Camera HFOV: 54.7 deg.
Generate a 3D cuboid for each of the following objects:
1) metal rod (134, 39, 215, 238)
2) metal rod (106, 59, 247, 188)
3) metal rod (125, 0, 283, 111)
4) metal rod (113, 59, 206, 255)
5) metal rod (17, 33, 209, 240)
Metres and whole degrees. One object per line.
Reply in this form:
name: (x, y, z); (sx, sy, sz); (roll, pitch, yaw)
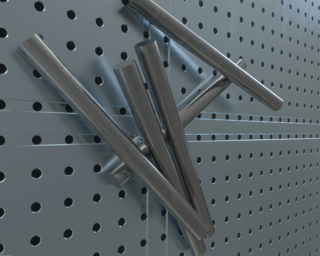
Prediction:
metal rod: (0.027, 0.033, 0.405); (0.025, 0.025, 0.298); (-39, 123, -33)
metal rod: (0.041, -0.023, 0.445); (0.302, 0.025, 0.025); (-41, 116, -32)
metal rod: (0.082, -0.100, 0.454); (0.301, 0.025, 0.025); (27, 73, -29)
metal rod: (0.010, 0.057, 0.391); (0.025, 0.025, 0.299); (-40, 123, -33)
metal rod: (-0.038, 0.025, 0.350); (0.300, 0.025, 0.025); (50, 60, -19)
